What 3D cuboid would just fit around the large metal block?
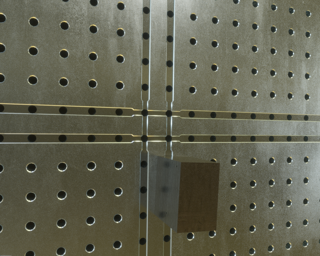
[{"bbox_3d":[0.031,0.079,0.395,0.050,0.080,0.080,4,89,-20],"label":"large metal block"}]
